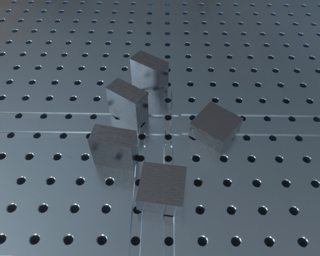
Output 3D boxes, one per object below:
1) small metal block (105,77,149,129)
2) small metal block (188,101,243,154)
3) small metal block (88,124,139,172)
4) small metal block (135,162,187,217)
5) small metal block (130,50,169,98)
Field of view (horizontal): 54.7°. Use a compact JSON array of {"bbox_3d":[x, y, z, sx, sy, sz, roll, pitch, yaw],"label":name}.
[{"bbox_3d":[-0.043,-0.033,0.419,0.050,0.050,0.025,29,56,22],"label":"small metal block"},{"bbox_3d":[0.073,-0.002,0.410,0.050,0.025,0.050,31,56,23],"label":"small metal block"},{"bbox_3d":[-0.054,0.024,0.370,0.050,0.050,0.025,9,51,7],"label":"small metal block"},{"bbox_3d":[0.002,0.069,0.350,0.050,0.025,0.050,6,50,5],"label":"small metal block"},{"bbox_3d":[-0.015,-0.080,0.458,0.050,0.050,0.025,27,55,21],"label":"small metal block"}]
